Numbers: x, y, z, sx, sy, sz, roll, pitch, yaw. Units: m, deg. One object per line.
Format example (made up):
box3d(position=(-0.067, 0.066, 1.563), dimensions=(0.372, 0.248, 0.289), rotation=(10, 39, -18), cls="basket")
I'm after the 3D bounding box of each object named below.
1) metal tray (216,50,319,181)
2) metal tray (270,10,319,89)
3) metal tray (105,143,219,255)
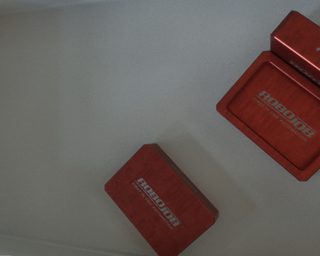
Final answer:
box3d(position=(0.143, -0.015, 0.357), dimensions=(0.130, 0.030, 0.090), rotation=(43, 103, 14), cls="metal tray")
box3d(position=(0.174, -0.057, 0.314), dimensions=(0.130, 0.090, 0.030), rotation=(43, 103, 14), cls="metal tray")
box3d(position=(0.000, 0.095, 0.407), dimensions=(0.090, 0.030, 0.130), rotation=(-46, 76, 14), cls="metal tray")
